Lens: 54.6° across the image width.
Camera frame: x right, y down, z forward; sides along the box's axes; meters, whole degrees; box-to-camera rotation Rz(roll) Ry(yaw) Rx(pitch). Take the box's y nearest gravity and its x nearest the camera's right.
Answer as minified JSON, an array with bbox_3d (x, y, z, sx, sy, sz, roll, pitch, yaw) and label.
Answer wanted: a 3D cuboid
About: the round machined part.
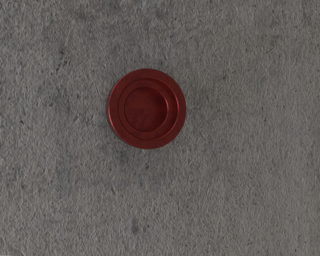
[{"bbox_3d":[-0.020,-0.023,0.392,0.099,0.042,0.097,0,90,-20],"label":"round machined part"}]
